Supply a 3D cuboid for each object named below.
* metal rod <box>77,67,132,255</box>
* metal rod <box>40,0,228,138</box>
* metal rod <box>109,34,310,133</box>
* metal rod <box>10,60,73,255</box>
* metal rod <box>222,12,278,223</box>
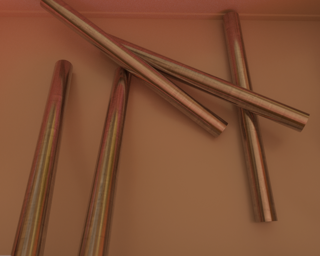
[{"bbox_3d":[-0.054,0.028,0.333,0.025,0.025,0.300,1,45,0],"label":"metal rod"},{"bbox_3d":[-0.037,-0.087,0.419,0.300,0.025,0.025,37,74,4],"label":"metal rod"},{"bbox_3d":[0.045,-0.068,0.416,0.301,0.025,0.025,25,72,16],"label":"metal rod"},{"bbox_3d":[-0.122,0.019,0.338,0.025,0.025,0.300,-6,46,-2],"label":"metal rod"},{"bbox_3d":[0.117,-0.028,0.420,0.025,0.025,0.299,-4,70,-1],"label":"metal rod"}]
